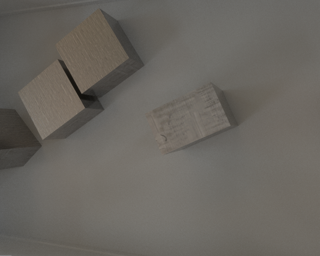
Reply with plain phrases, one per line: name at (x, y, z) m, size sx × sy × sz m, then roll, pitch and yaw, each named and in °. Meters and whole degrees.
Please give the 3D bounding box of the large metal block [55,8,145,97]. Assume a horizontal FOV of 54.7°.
large metal block at (-0.082, -0.100, 0.425) m, size 0.080 × 0.050 × 0.080 m, roll -33°, pitch 80°, yaw 16°

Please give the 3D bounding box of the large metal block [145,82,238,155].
large metal block at (0.041, -0.009, 0.366) m, size 0.080 × 0.080 × 0.050 m, roll -25°, pitch 82°, yaw 18°

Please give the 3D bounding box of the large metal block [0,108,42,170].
large metal block at (-0.242, 0.016, 0.465) m, size 0.050 × 0.080 × 0.080 m, roll -44°, pitch 77°, yaw 14°

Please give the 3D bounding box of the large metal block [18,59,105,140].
large metal block at (-0.142, -0.038, 0.446) m, size 0.080 × 0.050 × 0.080 m, roll -34°, pitch 79°, yaw 16°
